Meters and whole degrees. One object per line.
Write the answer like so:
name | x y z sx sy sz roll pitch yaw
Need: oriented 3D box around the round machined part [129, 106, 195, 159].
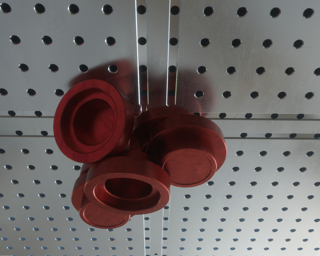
round machined part | 0.010 0.023 0.393 0.099 0.042 0.097 0 130 0

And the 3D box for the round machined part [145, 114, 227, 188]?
round machined part | 0.031 0.034 0.373 0.099 0.042 0.097 0 130 0

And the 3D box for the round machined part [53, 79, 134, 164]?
round machined part | -0.074 -0.005 0.370 0.098 0.098 0.042 -22 162 17

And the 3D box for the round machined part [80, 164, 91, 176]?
round machined part | -0.067 0.083 0.443 0.099 0.042 0.097 0 130 0

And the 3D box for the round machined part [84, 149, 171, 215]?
round machined part | -0.036 0.062 0.368 0.098 0.042 0.098 2 138 2

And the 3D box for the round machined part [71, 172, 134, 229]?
round machined part | -0.074 0.105 0.433 0.099 0.042 0.097 0 130 0
